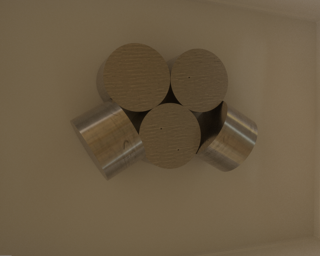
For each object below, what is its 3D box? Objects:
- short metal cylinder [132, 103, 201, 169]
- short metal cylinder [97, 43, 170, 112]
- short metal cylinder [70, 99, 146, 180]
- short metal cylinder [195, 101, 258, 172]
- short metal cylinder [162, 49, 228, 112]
[{"bbox_3d":[0.005,0.009,0.397,0.081,0.050,0.080,0,90,-20],"label":"short metal cylinder"},{"bbox_3d":[-0.034,-0.059,0.383,0.081,0.050,0.080,0,90,-20],"label":"short metal cylinder"},{"bbox_3d":[-0.060,0.013,0.358,0.050,0.080,0.080,-32,101,-17],"label":"short metal cylinder"},{"bbox_3d":[0.081,0.011,0.409,0.050,0.080,0.080,31,80,-17],"label":"short metal cylinder"},{"bbox_3d":[0.042,-0.060,0.411,0.081,0.050,0.080,0,90,-20],"label":"short metal cylinder"}]
